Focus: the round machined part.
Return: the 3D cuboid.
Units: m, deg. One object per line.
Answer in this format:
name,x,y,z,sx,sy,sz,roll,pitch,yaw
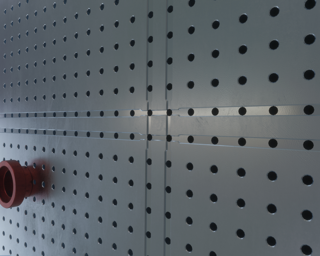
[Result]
round machined part,-0.304,0.116,0.650,0.098,0.042,0.097,0,90,40
